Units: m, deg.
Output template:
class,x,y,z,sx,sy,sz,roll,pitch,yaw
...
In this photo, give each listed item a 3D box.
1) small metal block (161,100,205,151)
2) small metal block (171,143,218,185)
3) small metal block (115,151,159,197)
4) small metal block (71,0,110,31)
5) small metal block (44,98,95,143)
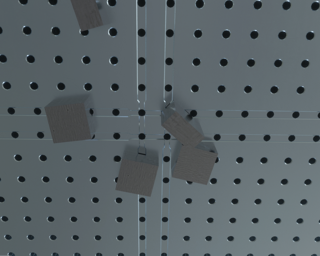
class,x,y,z,sx,sy,sz,roll,pitch,yaw
small metal block,0.028,-0.004,0.399,0.050,0.050,0.025,41,105,-14
small metal block,0.047,0.047,0.431,0.050,0.025,0.050,14,109,-6
small metal block,-0.032,0.065,0.437,0.050,0.025,0.050,12,110,-5
small metal block,-0.079,-0.138,0.348,0.025,0.050,0.050,-14,110,5
small metal block,-0.117,-0.010,0.408,0.050,0.025,0.050,-6,110,2
